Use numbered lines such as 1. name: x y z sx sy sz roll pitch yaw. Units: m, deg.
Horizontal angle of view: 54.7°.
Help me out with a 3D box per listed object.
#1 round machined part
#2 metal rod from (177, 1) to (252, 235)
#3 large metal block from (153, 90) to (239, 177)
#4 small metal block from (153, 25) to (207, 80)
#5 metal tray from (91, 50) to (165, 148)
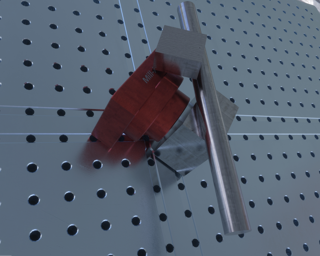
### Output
1. round machined part: 0.000 -0.022 0.381 0.042 0.097 0.098 37 51 -5
2. metal rod: 0.054 -0.034 0.357 0.025 0.025 0.299 7 59 -25
3. large metal block: 0.045 0.004 0.393 0.050 0.080 0.080 37 51 -4
4. small metal block: 0.023 -0.086 0.349 0.050 0.025 0.050 14 52 2
5. metal tray: -0.025 -0.044 0.381 0.030 0.090 0.130 37 51 -4
